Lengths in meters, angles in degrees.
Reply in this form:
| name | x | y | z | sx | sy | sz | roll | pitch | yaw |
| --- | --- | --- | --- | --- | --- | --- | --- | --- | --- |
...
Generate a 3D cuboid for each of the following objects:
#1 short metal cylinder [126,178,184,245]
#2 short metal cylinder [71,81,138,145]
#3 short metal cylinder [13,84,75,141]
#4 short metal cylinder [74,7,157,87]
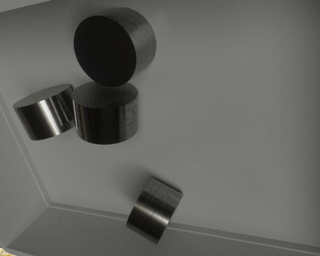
| name | x | y | z | sx | sy | sz | roll | pitch | yaw |
| --- | --- | --- | --- | --- | --- | --- | --- | --- | --- |
| short metal cylinder | -0.007 | 0.120 | 0.450 | 0.050 | 0.080 | 0.079 | 27 | 128 | 11 |
| short metal cylinder | -0.068 | -0.022 | 0.394 | 0.080 | 0.080 | 0.050 | 15 | 124 | 19 |
| short metal cylinder | -0.157 | -0.024 | 0.439 | 0.080 | 0.080 | 0.050 | -5 | 116 | 30 |
| short metal cylinder | -0.051 | -0.094 | 0.360 | 0.080 | 0.050 | 0.079 | 13 | 124 | 20 |
